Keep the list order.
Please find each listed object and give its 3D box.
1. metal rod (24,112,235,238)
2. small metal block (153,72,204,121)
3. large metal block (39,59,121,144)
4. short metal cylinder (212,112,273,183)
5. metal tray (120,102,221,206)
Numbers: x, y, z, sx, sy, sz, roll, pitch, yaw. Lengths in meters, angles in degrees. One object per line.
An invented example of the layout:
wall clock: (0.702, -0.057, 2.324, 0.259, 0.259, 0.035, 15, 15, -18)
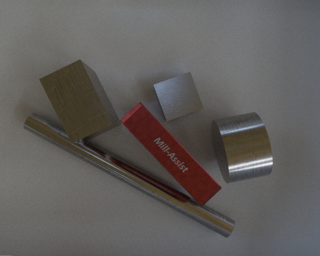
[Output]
metal rod: (-0.039, 0.062, 0.410, 0.301, 0.025, 0.025, 29, 90, -1)
small metal block: (0.024, -0.040, 0.409, 0.050, 0.025, 0.050, -20, 90, -1)
large metal block: (-0.093, -0.029, 0.381, 0.050, 0.080, 0.080, -26, 90, 0)
short metal cylinder: (0.099, 0.024, 0.384, 0.050, 0.080, 0.080, -12, 90, 1)
metal tray: (0.012, 0.029, 0.377, 0.030, 0.090, 0.130, -44, 91, 0)
